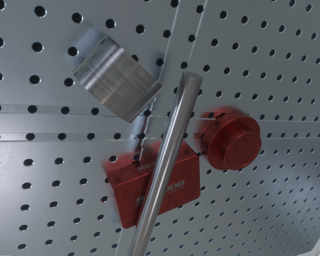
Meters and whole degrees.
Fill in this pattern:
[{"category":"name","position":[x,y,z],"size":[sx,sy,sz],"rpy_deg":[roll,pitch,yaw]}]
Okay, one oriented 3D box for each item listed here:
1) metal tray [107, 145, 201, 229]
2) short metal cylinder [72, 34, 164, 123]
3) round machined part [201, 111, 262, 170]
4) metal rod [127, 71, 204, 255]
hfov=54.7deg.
[{"category":"metal tray","position":[-0.005,0.087,0.459],"size":[0.131,0.030,0.089],"rpy_deg":[-19,126,-18]},{"category":"short metal cylinder","position":[-0.042,-0.050,0.321],"size":[0.050,0.080,0.080],"rpy_deg":[-47,129,5]},{"category":"round machined part","position":[0.117,0.026,0.480],"size":[0.099,0.042,0.097],"rpy_deg":[-14,124,-21]},{"category":"metal rod","position":[-0.001,0.070,0.414],"size":[0.025,0.025,0.298],"rpy_deg":[2,117,-30]}]
